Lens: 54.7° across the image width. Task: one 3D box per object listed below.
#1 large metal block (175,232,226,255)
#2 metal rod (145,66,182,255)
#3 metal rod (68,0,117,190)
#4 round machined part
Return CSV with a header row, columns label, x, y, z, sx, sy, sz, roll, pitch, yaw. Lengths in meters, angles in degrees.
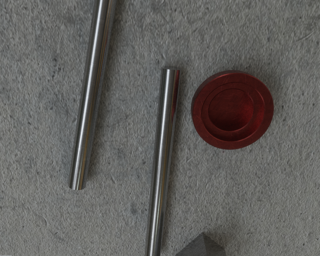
label,x,y,z,sx,sy,sz,roll,pitch,yaw
large metal block,0.058,0.220,0.463,0.050,0.080,0.080,40,105,-14
metal rod,0.001,0.065,0.433,0.025,0.025,0.298,5,110,-2
metal rod,-0.084,-0.055,0.388,0.025,0.025,0.298,12,110,-5
round machined part,0.088,-0.025,0.393,0.099,0.042,0.097,0,110,-1
